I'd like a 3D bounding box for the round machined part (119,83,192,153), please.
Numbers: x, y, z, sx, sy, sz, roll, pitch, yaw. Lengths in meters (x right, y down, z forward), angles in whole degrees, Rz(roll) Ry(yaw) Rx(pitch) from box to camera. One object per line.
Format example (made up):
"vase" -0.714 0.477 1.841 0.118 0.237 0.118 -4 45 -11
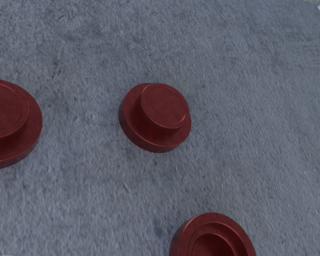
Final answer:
"round machined part" -0.001 -0.020 0.406 0.099 0.042 0.098 14 56 -21

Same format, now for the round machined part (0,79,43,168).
"round machined part" -0.169 -0.011 0.309 0.099 0.042 0.098 14 56 -21

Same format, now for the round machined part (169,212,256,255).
"round machined part" 0.053 0.145 0.335 0.099 0.042 0.098 14 56 -21
